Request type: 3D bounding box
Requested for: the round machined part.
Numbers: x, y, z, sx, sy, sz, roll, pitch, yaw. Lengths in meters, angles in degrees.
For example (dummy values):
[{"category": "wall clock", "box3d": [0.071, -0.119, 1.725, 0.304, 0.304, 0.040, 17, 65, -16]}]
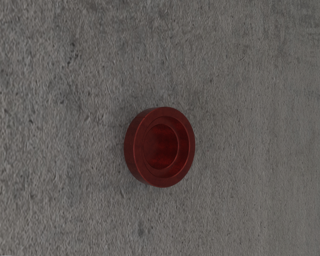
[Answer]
[{"category": "round machined part", "box3d": [-0.005, 0.023, 0.389, 0.099, 0.042, 0.097, 0, 90, -40]}]
